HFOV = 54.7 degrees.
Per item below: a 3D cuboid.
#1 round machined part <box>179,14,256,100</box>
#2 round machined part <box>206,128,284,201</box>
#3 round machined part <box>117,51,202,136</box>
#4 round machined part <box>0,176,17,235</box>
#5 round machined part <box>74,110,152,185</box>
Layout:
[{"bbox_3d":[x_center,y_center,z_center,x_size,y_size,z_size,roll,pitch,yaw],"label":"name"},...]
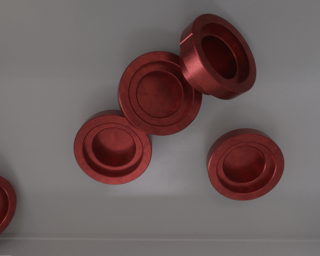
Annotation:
[{"bbox_3d":[0.061,-0.077,0.355,0.098,0.098,0.042,43,141,-14],"label":"round machined part"},{"bbox_3d":[0.112,0.046,0.420,0.099,0.042,0.097,0,110,0],"label":"round machined part"},{"bbox_3d":[-0.002,-0.040,0.375,0.099,0.042,0.097,0,90,-13],"label":"round machined part"},{"bbox_3d":[-0.253,0.107,0.420,0.042,0.099,0.097,5,115,37],"label":"round machined part"},{"bbox_3d":[-0.059,0.022,0.410,0.099,0.042,0.097,0,110,0],"label":"round machined part"}]
